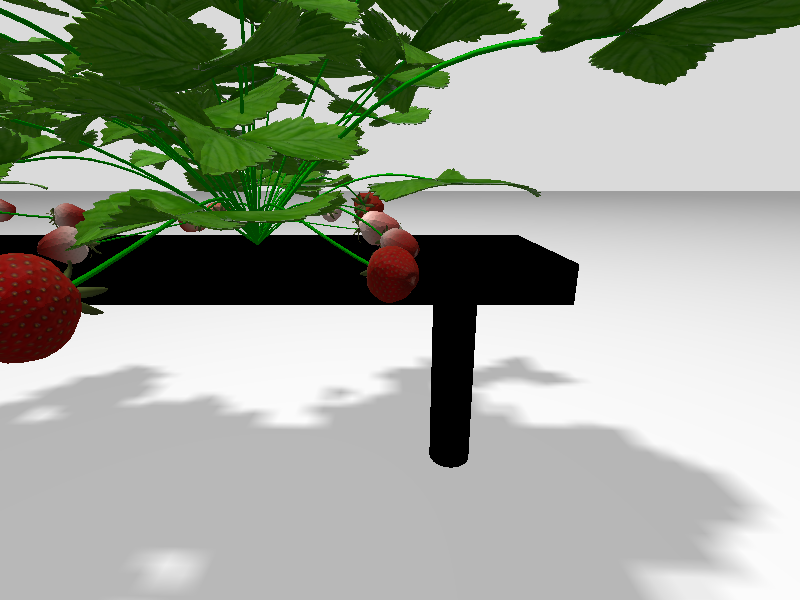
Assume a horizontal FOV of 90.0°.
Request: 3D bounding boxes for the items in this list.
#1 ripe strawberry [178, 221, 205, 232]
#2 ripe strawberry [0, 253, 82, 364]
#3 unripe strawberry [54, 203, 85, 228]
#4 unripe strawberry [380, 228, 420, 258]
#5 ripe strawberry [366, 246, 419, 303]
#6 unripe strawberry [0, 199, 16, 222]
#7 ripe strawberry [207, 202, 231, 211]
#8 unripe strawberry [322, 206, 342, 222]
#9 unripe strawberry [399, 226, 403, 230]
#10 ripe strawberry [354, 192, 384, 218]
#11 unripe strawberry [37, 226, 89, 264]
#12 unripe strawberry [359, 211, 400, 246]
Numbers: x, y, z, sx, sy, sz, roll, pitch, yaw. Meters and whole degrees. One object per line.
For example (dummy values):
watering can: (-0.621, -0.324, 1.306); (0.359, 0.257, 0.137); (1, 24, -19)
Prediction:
ripe strawberry: (-0.221, -0.085, 0.425); (0.030, 0.025, 0.030); (13, 21, 39)
ripe strawberry: (-0.119, 0.004, 0.120); (0.033, 0.035, 0.036); (0, 17, -1)
unripe strawberry: (-0.361, -0.091, 0.443); (0.032, 0.031, 0.030); (-7, 18, -24)
unripe strawberry: (0.001, -0.036, 0.267); (0.026, 0.022, 0.026); (25, 27, 27)
ripe strawberry: (-0.002, -0.011, 0.185); (0.025, 0.026, 0.027); (-12, 21, -34)
unripe strawberry: (-0.525, -0.118, 0.522); (0.037, 0.032, 0.037); (4, 17, 15)
ripe strawberry: (-0.223, -0.106, 0.493); (0.031, 0.028, 0.028); (-11, 19, -31)
unripe strawberry: (-0.089, -0.119, 0.530); (0.026, 0.030, 0.029); (3, 10, 10)
unripe strawberry: (-0.003, -0.064, 0.381); (0.013, 0.013, 0.012); (-37, 22, -3)
ripe strawberry: (-0.041, -0.127, 0.545); (0.042, 0.037, 0.038); (7, 8, 21)
unripe strawberry: (-0.226, -0.036, 0.268); (0.027, 0.026, 0.025); (-14, 22, -37)
unripe strawberry: (-0.017, -0.060, 0.336); (0.033, 0.029, 0.033); (2, 17, 6)
